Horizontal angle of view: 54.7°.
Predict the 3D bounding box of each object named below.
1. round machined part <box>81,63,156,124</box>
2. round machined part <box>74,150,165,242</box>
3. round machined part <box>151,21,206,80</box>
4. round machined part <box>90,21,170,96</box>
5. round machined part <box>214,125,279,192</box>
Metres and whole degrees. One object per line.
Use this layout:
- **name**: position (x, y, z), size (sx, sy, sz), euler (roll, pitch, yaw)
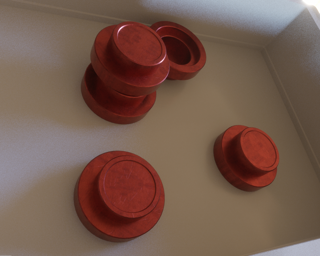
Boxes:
- **round machined part**: position (-0.049, -0.057, 0.404), size (0.099, 0.042, 0.098), euler (14, 56, -21)
- **round machined part**: position (-0.039, 0.068, 0.333), size (0.099, 0.042, 0.098), euler (14, 56, -21)
- **round machined part**: position (0.018, -0.113, 0.475), size (0.099, 0.042, 0.098), euler (14, 56, -21)
- **round machined part**: position (-0.032, -0.091, 0.381), size (0.099, 0.042, 0.098), euler (14, 56, -21)
- **round machined part**: position (0.130, 0.038, 0.444), size (0.099, 0.042, 0.098), euler (14, 56, -21)
